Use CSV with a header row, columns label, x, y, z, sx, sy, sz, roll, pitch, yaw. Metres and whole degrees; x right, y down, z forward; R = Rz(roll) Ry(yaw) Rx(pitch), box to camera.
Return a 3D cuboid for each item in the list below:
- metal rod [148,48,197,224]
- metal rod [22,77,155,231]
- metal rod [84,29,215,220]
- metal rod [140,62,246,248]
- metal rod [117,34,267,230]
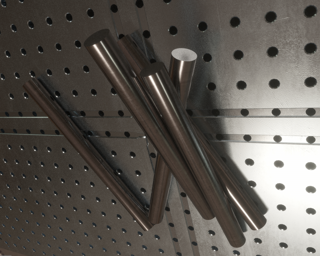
label,x,y,z,sx,sy,sz,roll,pitch,yaw
metal rod,0.008,0.037,0.403,0.025,0.025,0.298,22,134,14
metal rod,-0.108,0.047,0.494,0.025,0.025,0.300,-30,102,37
metal rod,0.009,0.023,0.354,0.025,0.025,0.299,-5,136,30
metal rod,0.053,0.054,0.371,0.025,0.025,0.299,-6,130,31
metal rod,0.044,0.012,0.394,0.025,0.025,0.300,-30,102,37
